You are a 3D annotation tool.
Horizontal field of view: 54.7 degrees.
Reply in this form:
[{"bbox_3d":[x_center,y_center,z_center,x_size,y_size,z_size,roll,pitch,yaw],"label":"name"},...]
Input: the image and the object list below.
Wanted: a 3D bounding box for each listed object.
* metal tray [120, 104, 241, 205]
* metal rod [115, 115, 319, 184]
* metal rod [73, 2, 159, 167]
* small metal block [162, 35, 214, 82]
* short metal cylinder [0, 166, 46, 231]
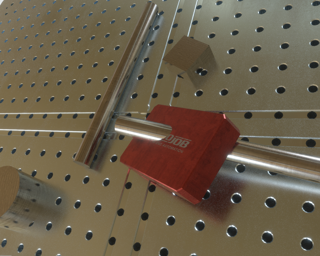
[{"bbox_3d":[0.016,0.022,0.354,0.130,0.030,0.090,15,68,56],"label":"metal tray"},{"bbox_3d":[0.083,0.025,0.326,0.301,0.025,0.025,12,68,25],"label":"metal rod"},{"bbox_3d":[-0.062,-0.080,0.487,0.025,0.025,0.300,7,65,31],"label":"metal rod"},{"bbox_3d":[0.041,-0.101,0.448,0.050,0.025,0.050,-49,52,-7],"label":"small metal block"},{"bbox_3d":[-0.212,0.100,0.439,0.080,0.050,0.080,-13,56,20],"label":"short metal cylinder"}]
